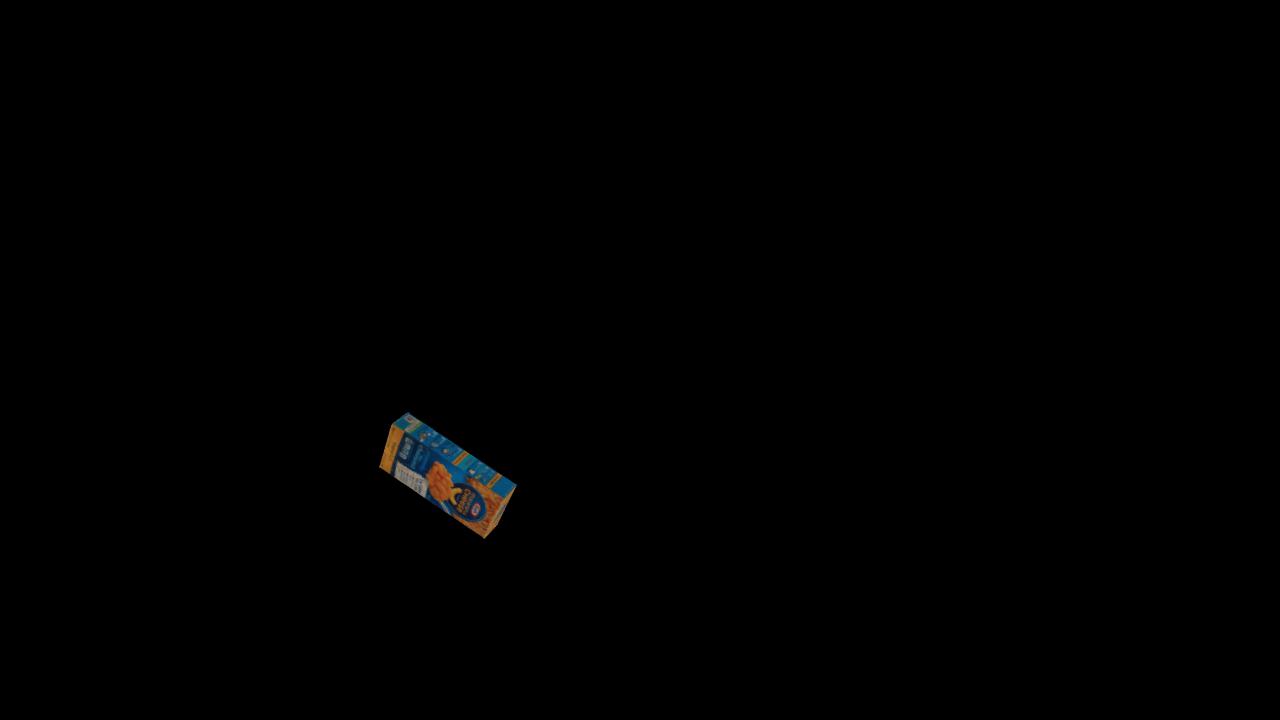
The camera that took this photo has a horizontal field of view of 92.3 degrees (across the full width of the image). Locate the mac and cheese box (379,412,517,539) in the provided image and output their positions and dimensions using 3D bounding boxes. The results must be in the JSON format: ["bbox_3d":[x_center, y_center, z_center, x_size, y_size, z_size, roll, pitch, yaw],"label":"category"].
[{"bbox_3d":[-0.269,0.161,0.853,0.184,0.093,0.041,32,31,5],"label":"mac and cheese box"}]
